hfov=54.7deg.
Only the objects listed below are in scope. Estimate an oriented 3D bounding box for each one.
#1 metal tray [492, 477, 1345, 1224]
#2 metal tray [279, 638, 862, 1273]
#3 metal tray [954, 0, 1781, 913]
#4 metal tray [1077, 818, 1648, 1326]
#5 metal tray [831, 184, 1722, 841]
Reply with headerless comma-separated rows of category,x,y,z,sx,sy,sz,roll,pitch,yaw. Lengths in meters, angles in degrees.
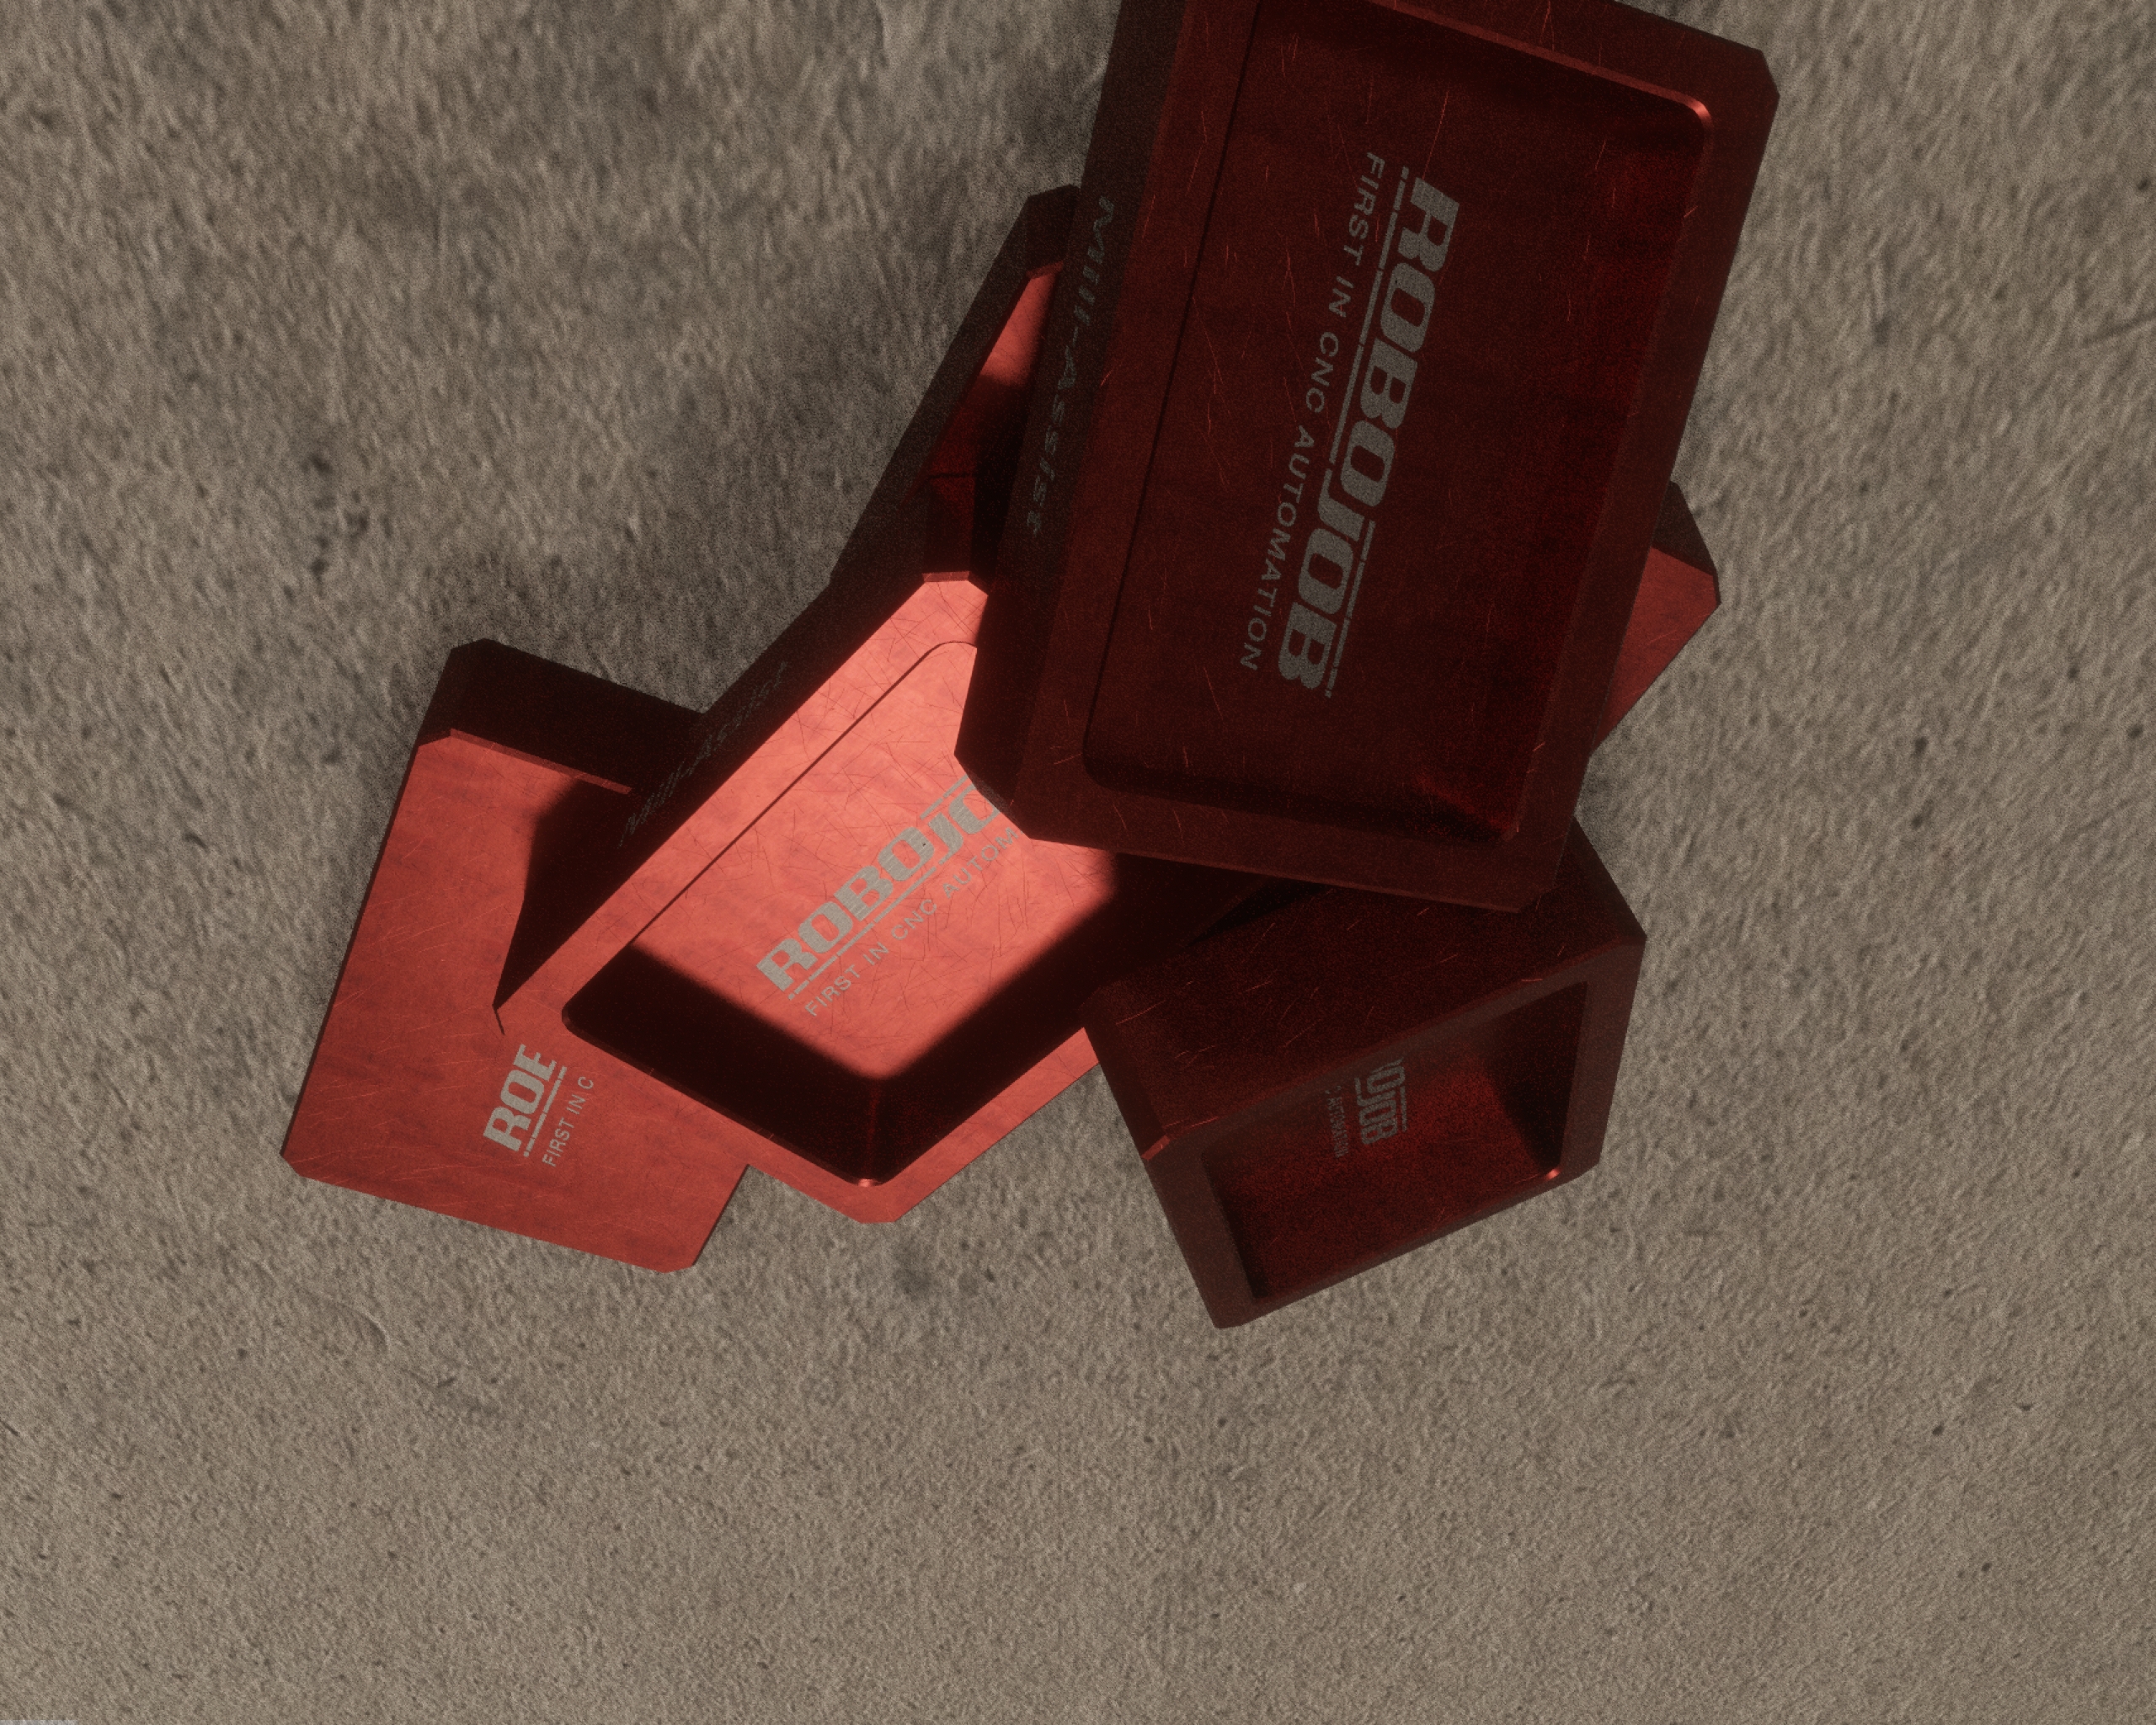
metal tray,-0.029,0.004,0.369,0.090,0.030,0.130,34,122,-26
metal tray,-0.101,0.025,0.424,0.091,0.030,0.129,19,127,-16
metal tray,0.041,-0.063,0.307,0.091,0.030,0.129,9,103,-21
metal tray,0.056,0.044,0.399,0.090,0.030,0.130,-23,153,-2
metal tray,0.032,-0.048,0.365,0.131,0.030,0.089,21,127,-18
